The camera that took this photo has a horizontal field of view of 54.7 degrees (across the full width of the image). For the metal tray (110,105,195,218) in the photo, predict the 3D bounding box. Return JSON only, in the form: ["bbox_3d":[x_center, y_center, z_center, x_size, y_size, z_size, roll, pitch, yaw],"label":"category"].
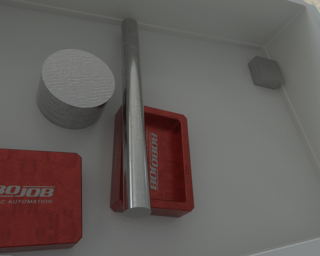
[{"bbox_3d":[-0.009,0.037,0.376,0.091,0.030,0.130,12,57,-22],"label":"metal tray"}]

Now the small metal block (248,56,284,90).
[{"bbox_3d":[0.197,-0.103,0.578,0.050,0.025,0.050,8,58,-25],"label":"small metal block"}]

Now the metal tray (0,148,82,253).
[{"bbox_3d":[-0.141,0.066,0.286,0.131,0.030,0.090,6,59,-26],"label":"metal tray"}]

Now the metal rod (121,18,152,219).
[{"bbox_3d":[-0.033,-0.039,0.373,0.025,0.025,0.300,13,47,-22],"label":"metal rod"}]

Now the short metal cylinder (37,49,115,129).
[{"bbox_3d":[-0.099,-0.045,0.364,0.081,0.050,0.080,14,56,-21],"label":"short metal cylinder"}]
